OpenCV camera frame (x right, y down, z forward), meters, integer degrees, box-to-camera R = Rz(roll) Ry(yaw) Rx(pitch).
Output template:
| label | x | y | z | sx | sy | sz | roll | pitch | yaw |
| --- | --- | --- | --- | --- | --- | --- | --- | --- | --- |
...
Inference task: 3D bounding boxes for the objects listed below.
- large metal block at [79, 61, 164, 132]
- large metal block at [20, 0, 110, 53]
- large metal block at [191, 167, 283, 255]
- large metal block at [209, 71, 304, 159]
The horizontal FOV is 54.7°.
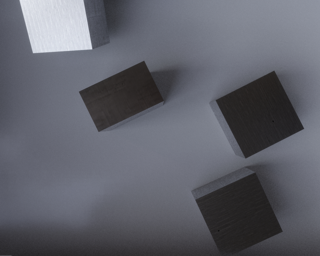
| label | x | y | z | sx | sy | sz | roll | pitch | yaw |
| --- | --- | --- | --- | --- | --- | --- | --- | --- | --- |
| large metal block | -0.043 | -0.035 | 0.383 | 0.080 | 0.080 | 0.050 | -26 | 90 | 0 |
| large metal block | -0.114 | -0.137 | 0.374 | 0.080 | 0.050 | 0.079 | 1 | 113 | 16 |
| large metal block | 0.096 | 0.106 | 0.400 | 0.080 | 0.050 | 0.080 | -25 | 90 | -1 |
| large metal block | 0.121 | -0.016 | 0.401 | 0.080 | 0.050 | 0.080 | -27 | 90 | 0 |
